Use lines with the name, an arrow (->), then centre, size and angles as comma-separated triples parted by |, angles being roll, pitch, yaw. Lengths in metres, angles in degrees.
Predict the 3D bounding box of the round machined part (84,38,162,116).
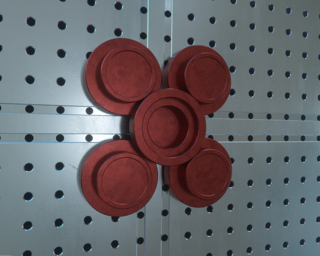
round machined part -> -0.043, -0.064, 0.388 | 0.099, 0.042, 0.097 | 0, 90, -21

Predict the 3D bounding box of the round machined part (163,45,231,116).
round machined part -> 0.056, -0.065, 0.425 | 0.099, 0.042, 0.097 | 0, 90, -21

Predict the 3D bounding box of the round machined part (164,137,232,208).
round machined part -> 0.058, 0.061, 0.426 | 0.099, 0.042, 0.097 | 0, 90, -21

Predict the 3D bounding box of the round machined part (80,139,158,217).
round machined part -> -0.048, 0.063, 0.387 | 0.099, 0.042, 0.097 | 0, 90, -21

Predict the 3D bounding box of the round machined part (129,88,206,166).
round machined part -> 0.007, -0.001, 0.405 | 0.099, 0.042, 0.097 | 0, 90, -21
